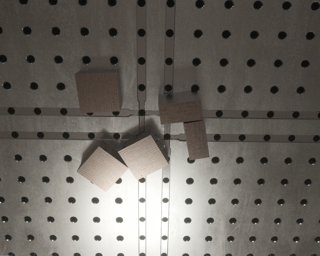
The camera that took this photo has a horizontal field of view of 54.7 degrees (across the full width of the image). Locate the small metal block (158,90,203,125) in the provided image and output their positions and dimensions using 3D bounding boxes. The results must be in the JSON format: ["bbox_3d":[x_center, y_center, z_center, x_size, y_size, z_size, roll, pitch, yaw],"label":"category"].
[{"bbox_3d":[0.024,-0.027,0.391,0.050,0.050,0.025,-7,110,2],"label":"small metal block"}]

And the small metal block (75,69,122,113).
[{"bbox_3d":[-0.077,-0.048,0.395,0.050,0.025,0.050,-3,110,0],"label":"small metal block"}]

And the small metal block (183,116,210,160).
[{"bbox_3d":[0.045,0.007,0.403,0.025,0.050,0.050,-10,110,3],"label":"small metal block"}]

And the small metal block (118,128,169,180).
[{"bbox_3d":[-0.022,0.036,0.427,0.050,0.025,0.050,-27,108,9],"label":"small metal block"}]

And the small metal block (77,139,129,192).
[{"bbox_3d":[-0.078,0.053,0.432,0.050,0.025,0.050,39,105,-14],"label":"small metal block"}]
